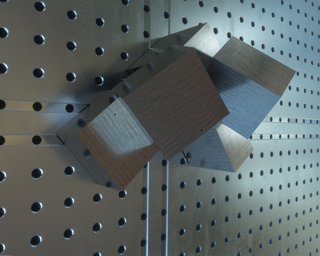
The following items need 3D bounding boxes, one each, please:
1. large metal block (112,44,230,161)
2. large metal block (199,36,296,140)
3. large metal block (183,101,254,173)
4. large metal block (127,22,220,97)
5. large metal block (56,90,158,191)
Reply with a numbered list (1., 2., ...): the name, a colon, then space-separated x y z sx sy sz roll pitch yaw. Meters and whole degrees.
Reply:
1. large metal block: 0.011 -0.028 0.318 0.080 0.050 0.080 -37 116 -6
2. large metal block: 0.094 -0.046 0.362 0.080 0.080 0.050 34 55 11
3. large metal block: 0.071 0.011 0.434 0.050 0.080 0.080 -41 116 -32
4. large metal block: 0.020 -0.081 0.390 0.080 0.080 0.050 -49 120 -29
5. large metal block: -0.052 0.011 0.350 0.080 0.050 0.080 -47 118 -30
